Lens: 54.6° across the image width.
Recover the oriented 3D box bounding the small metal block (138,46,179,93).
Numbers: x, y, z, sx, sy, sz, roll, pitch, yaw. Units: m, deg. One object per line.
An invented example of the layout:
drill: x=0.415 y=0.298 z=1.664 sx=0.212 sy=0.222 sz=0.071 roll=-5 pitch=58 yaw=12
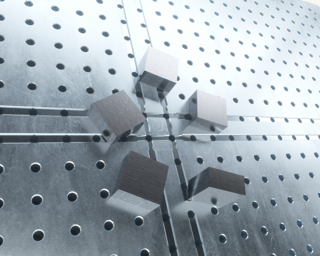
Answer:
small metal block: x=-0.001 y=-0.087 z=0.460 sx=0.050 sy=0.025 sz=0.050 roll=19 pitch=54 yaw=-17

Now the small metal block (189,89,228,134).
small metal block: x=0.071 y=-0.024 z=0.460 sx=0.050 sy=0.025 sz=0.050 roll=16 pitch=55 yaw=-19

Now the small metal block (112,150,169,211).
small metal block: x=-0.022 y=0.061 z=0.359 sx=0.050 sy=0.025 sz=0.050 roll=24 pitch=53 yaw=-13

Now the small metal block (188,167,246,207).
small metal block: x=0.069 y=0.074 z=0.383 sx=0.050 sy=0.050 sz=0.025 roll=17 pitch=55 yaw=-19

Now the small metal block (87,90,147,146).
small metal block: x=-0.054 y=-0.014 z=0.387 sx=0.050 sy=0.025 sz=0.050 roll=-31 pitch=79 yaw=-38
